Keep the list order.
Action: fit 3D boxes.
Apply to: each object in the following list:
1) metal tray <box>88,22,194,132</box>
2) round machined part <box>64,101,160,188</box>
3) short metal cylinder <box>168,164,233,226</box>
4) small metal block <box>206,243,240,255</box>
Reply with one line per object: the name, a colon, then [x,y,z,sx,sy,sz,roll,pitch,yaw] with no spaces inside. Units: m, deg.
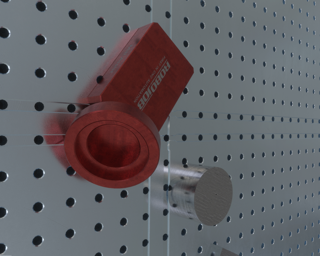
metal tray: [-0.018,-0.056,0.391,0.090,0.030,0.130,45,63,-31]
round machined part: [-0.048,0.015,0.334,0.098,0.098,0.042,57,18,-25]
short metal cylinder: [0.058,0.093,0.442,0.081,0.050,0.079,0,90,-40]
small metal block: [0.095,0.217,0.490,0.050,0.025,0.050,36,68,-34]
